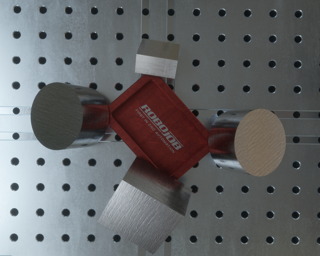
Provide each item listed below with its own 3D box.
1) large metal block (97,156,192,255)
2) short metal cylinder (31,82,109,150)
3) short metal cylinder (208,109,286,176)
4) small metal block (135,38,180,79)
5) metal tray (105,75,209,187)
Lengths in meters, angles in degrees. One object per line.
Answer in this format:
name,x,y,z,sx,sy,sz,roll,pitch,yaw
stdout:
large metal block,-0.019,0.096,0.383,0.080,0.050,0.079,31,121,-1
short metal cylinder,-0.111,-0.014,0.385,0.080,0.050,0.079,0,91,25
short metal cylinder,0.108,0.017,0.386,0.081,0.050,0.079,0,91,-27
small metal block,-0.002,-0.090,0.398,0.050,0.050,0.025,9,128,0
metal tray,-0.001,0.001,0.410,0.090,0.030,0.130,-41,90,0
